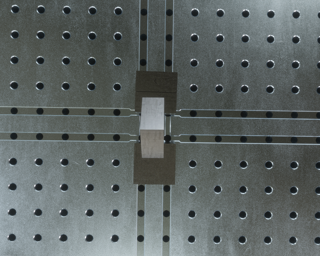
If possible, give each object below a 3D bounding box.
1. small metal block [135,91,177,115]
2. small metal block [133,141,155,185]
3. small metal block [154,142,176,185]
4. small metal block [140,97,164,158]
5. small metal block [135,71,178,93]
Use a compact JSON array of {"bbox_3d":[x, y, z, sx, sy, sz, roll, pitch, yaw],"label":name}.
[{"bbox_3d":[-0.005,-0.031,0.400,0.050,0.050,0.025,2,90,-1],"label":"small metal block"},{"bbox_3d":[-0.019,0.043,0.400,0.025,0.050,0.050,1,90,0],"label":"small metal block"},{"bbox_3d":[0.006,0.044,0.400,0.025,0.050,0.050,1,90,0],"label":"small metal block"},{"bbox_3d":[-0.008,0.000,0.359,0.025,0.050,0.050,1,48,0],"label":"small metal block"},{"bbox_3d":[-0.004,-0.056,0.400,0.050,0.050,0.025,2,90,-1],"label":"small metal block"}]
